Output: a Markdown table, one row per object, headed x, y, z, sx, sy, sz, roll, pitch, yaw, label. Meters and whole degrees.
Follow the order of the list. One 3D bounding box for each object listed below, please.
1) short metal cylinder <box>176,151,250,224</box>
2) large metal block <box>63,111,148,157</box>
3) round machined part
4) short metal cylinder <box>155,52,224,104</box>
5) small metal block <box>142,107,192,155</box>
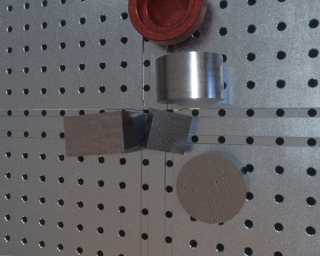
| x | y | z | sx | sy | sz | roll | pitch | yaw | label |
| --- | --- | --- | --- | --- | --- | --- | --- | --- | --- |
| 0.065 | 0.069 | 0.376 | 0.080 | 0.050 | 0.079 | 0 | 90 | 20 | short metal cylinder |
| -0.066 | 0.008 | 0.407 | 0.080 | 0.080 | 0.050 | -5 | 89 | 20 | large metal block |
| 0.013 | -0.156 | 0.399 | 0.098 | 0.042 | 0.097 | 0 | 90 | 20 | round machined part |
| 0.035 | -0.057 | 0.371 | 0.080 | 0.080 | 0.050 | -2 | 90 | 20 | short metal cylinder |
| 0.009 | 0.004 | 0.396 | 0.050 | 0.025 | 0.050 | 11 | 95 | -18 | small metal block |
